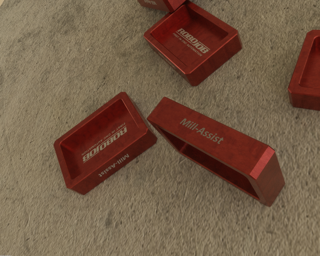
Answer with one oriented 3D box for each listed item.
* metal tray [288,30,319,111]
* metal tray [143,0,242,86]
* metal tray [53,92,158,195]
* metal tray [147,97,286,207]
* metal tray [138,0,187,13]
[{"bbox_3d":[0.214,-0.058,0.323,0.130,0.030,0.090,13,68,33],"label":"metal tray"},{"bbox_3d":[0.044,-0.129,0.456,0.090,0.030,0.130,-40,51,1],"label":"metal tray"},{"bbox_3d":[-0.079,0.019,0.430,0.130,0.030,0.090,-36,51,4],"label":"metal tray"},{"bbox_3d":[0.056,0.023,0.318,0.130,0.090,0.030,29,78,37],"label":"metal tray"},{"bbox_3d":[0.016,-0.241,0.518,0.090,0.030,0.130,-43,36,-2],"label":"metal tray"}]
